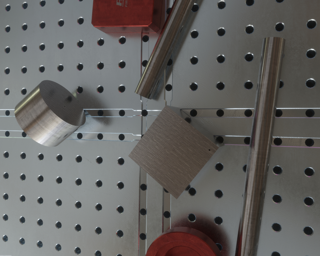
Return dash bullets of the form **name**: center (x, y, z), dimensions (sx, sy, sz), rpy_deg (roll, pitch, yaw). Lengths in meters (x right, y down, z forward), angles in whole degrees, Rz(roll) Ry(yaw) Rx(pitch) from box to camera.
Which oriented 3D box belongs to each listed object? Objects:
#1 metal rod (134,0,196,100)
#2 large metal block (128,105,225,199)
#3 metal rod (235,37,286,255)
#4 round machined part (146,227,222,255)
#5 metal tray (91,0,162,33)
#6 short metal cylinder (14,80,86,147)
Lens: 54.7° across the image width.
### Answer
- **metal rod**: center (0.039, -0.178, 0.398), dimensions (0.025, 0.025, 0.298), rpy_deg (27, 99, 17)
- **large metal block**: center (0.022, 0.028, 0.391), dimensions (0.080, 0.050, 0.080), rpy_deg (40, 102, 15)
- **metal rod**: center (0.117, 0.044, 0.371), dimensions (0.025, 0.025, 0.298), rpy_deg (8, 92, 19)
- **round machined part**: center (0.033, 0.173, 0.391), dimensions (0.098, 0.042, 0.097), rpy_deg (0, 90, 19)
- **metal tray**: center (-0.042, -0.200, 0.424), dimensions (0.090, 0.030, 0.129), rpy_deg (6, 92, 19)
- **short metal cylinder**: center (-0.152, -0.020, 0.436), dimensions (0.050, 0.080, 0.080), rpy_deg (-37, 78, 16)
